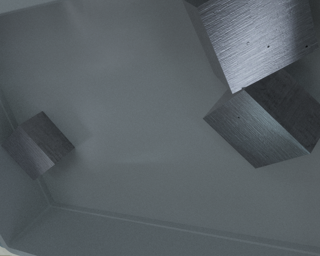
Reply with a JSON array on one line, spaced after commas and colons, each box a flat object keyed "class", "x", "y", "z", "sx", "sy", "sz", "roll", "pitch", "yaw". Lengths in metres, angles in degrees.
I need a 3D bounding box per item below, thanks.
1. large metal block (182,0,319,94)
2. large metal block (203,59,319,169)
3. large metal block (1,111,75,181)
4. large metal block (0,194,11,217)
[{"class": "large metal block", "x": 0.076, "y": -0.089, "z": 0.264, "sx": 0.080, "sy": 0.050, "sz": 0.080, "roll": -28, "pitch": 121, "yaw": 5}, {"class": "large metal block", "x": 0.103, "y": -0.011, "z": 0.312, "sx": 0.080, "sy": 0.050, "sz": 0.080, "roll": 43, "pitch": 155, "yaw": -2}, {"class": "large metal block", "x": -0.205, "y": 0.031, "z": 0.520, "sx": 0.080, "sy": 0.050, "sz": 0.080, "roll": -33, "pitch": 100, "yaw": 38}, {"class": "large metal block", "x": -0.406, "y": 0.181, "z": 0.702, "sx": 0.050, "sy": 0.080, "sz": 0.080, "roll": -24, "pitch": 105, "yaw": 37}]
